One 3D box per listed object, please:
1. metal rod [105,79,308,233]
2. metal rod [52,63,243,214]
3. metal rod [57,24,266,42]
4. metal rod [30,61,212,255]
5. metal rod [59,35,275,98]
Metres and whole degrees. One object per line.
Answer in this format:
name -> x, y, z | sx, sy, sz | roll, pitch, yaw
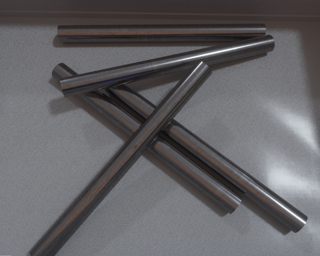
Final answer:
metal rod -> 0.050, 0.027, 0.400 | 0.300, 0.025, 0.025 | 37, 74, 12
metal rod -> -0.025, 0.007, 0.406 | 0.300, 0.025, 0.025 | 37, 74, 12
metal rod -> 0.003, -0.141, 0.460 | 0.302, 0.025, 0.025 | -1, 70, -1
metal rod -> -0.041, 0.035, 0.374 | 0.025, 0.025, 0.300 | 39, 82, 12
metal rod -> 0.019, -0.088, 0.425 | 0.302, 0.025, 0.025 | -15, 71, -12
